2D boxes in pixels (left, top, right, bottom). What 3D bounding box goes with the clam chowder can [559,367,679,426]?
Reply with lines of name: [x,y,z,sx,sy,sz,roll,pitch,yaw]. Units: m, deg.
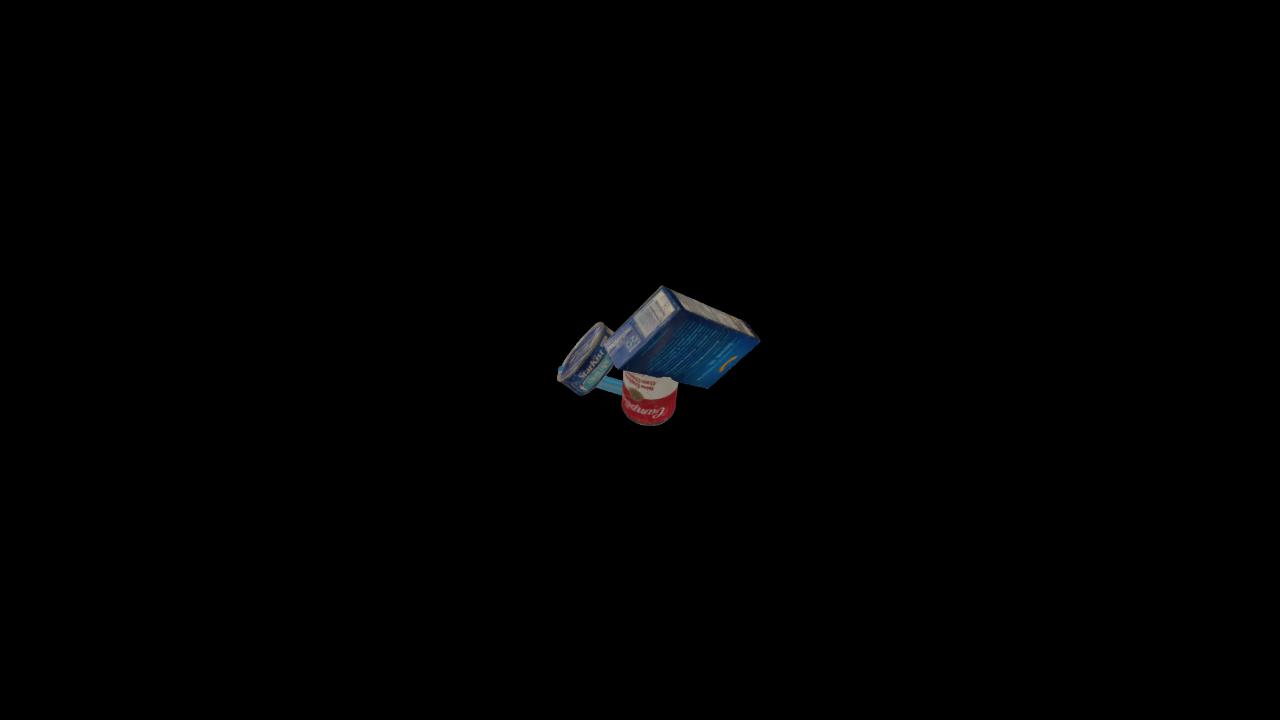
clam chowder can: [0.013,0.020,0.722,0.068,0.068,0.102,0,-43,-4]

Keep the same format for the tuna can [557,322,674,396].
tuna can: [-0.056,-0.001,0.702,0.034,0.084,0.084,38,-12,-16]

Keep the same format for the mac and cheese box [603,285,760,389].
mac and cheese box: [0.052,-0.019,0.679,0.093,0.041,0.184,-45,-31,20]

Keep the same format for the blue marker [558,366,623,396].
blue marker: [-0.043,0.028,0.747,0.121,0.020,0.020,18,-7,-23]
